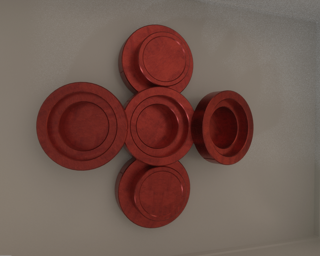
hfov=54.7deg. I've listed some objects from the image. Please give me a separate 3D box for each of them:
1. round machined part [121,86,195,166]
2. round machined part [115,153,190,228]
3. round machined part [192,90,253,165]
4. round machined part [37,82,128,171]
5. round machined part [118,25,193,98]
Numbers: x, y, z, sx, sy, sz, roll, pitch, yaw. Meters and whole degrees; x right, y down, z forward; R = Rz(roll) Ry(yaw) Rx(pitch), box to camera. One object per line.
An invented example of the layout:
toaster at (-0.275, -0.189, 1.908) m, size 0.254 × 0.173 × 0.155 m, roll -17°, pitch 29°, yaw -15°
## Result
round machined part at (-0.006, -0.002, 0.397) m, size 0.099 × 0.042 × 0.097 m, roll 0°, pitch 90°, yaw -20°
round machined part at (-0.005, 0.080, 0.398) m, size 0.099 × 0.042 × 0.097 m, roll 0°, pitch 90°, yaw -20°
round machined part at (0.079, 0.000, 0.420) m, size 0.099 × 0.042 × 0.097 m, roll 0°, pitch 91°, yaw -37°
round machined part at (-0.086, -0.002, 0.359) m, size 0.099 × 0.042 × 0.097 m, roll 0°, pitch 90°, yaw -3°
round machined part at (-0.001, -0.085, 0.399) m, size 0.099 × 0.042 × 0.097 m, roll 0°, pitch 90°, yaw -20°
